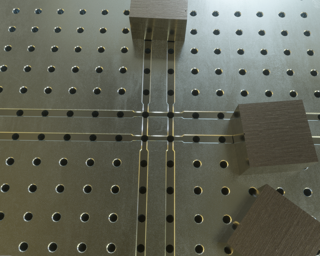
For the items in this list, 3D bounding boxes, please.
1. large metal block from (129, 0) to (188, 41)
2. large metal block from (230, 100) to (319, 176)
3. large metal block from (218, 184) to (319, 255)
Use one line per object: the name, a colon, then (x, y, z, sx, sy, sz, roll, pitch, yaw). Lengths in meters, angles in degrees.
large metal block: (0.000, -0.180, 0.464, 0.080, 0.050, 0.080, 3, 70, 1)
large metal block: (0.140, 0.013, 0.394, 0.080, 0.050, 0.080, -4, 70, -2)
large metal block: (0.127, 0.124, 0.354, 0.080, 0.050, 0.080, 37, 74, 12)
